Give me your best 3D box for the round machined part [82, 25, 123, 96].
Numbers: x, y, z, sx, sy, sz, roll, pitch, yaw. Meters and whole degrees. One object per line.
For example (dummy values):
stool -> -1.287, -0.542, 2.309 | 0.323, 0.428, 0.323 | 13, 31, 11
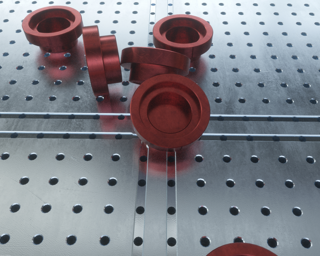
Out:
round machined part -> -0.080, -0.096, 0.441 | 0.042, 0.098, 0.098 | -9, 51, -8

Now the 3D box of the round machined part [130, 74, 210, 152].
round machined part -> 0.012, -0.017, 0.397 | 0.099, 0.042, 0.098 | 1, 72, -4

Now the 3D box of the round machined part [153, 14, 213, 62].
round machined part -> 0.037, -0.146, 0.520 | 0.099, 0.042, 0.098 | 0, 50, 0

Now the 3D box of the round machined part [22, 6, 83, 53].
round machined part -> -0.181, -0.168, 0.537 | 0.099, 0.042, 0.098 | 0, 50, 0

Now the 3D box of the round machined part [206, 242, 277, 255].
round machined part -> 0.073, 0.155, 0.267 | 0.099, 0.042, 0.098 | 0, 50, 0

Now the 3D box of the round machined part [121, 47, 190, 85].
round machined part -> -0.008, -0.082, 0.443 | 0.098, 0.098, 0.042 | 8, 92, 6
